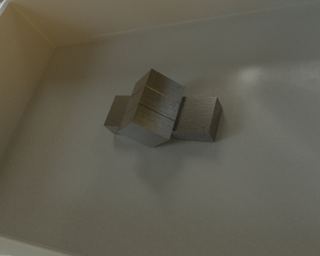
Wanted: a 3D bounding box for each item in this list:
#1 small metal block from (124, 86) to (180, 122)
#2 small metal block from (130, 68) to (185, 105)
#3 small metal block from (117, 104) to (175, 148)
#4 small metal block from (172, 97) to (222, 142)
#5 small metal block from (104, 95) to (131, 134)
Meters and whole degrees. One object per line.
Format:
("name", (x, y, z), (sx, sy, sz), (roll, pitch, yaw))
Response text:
("small metal block", (-0.011, -0.023, 0.393), (0.050, 0.050, 0.025), (-29, 40, 58))
("small metal block", (-0.004, -0.046, 0.403), (0.050, 0.050, 0.025), (-28, 41, 59))
("small metal block", (-0.018, -0.001, 0.384), (0.050, 0.050, 0.025), (-29, 40, 58))
("small metal block", (0.046, -0.011, 0.386), (0.050, 0.025, 0.050), (3, 63, 29))
("small metal block", (-0.044, -0.018, 0.436), (0.050, 0.025, 0.050), (4, 64, 29))
